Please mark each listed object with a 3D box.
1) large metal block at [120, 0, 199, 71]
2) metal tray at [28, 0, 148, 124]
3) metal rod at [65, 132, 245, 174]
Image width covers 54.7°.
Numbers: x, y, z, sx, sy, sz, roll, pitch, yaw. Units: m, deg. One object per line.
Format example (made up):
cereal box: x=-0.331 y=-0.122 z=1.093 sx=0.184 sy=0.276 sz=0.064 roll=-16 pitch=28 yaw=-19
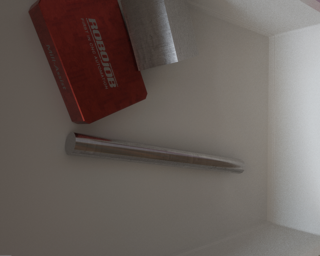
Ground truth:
large metal block: x=0.004 y=-0.119 z=0.377 sx=0.080 sy=0.050 sz=0.080 roll=-36 pitch=115 yaw=-61
metal tray: x=-0.074 y=-0.079 z=0.343 sx=0.091 sy=0.030 sz=0.129 roll=-29 pitch=108 yaw=-37
metal rod: x=0.019 y=0.041 z=0.424 sx=0.302 sy=0.025 sz=0.025 roll=12 pitch=83 yaw=-40
